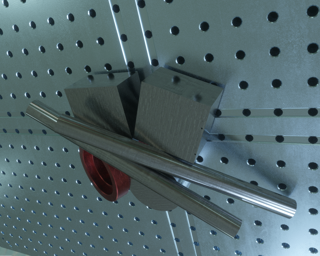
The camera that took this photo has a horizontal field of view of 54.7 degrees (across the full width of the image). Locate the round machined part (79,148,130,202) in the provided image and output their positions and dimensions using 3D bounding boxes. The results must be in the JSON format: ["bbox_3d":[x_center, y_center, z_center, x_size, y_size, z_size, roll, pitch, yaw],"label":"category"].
[{"bbox_3d":[-0.074,0.055,0.454,0.098,0.042,0.097,33,137,37],"label":"round machined part"}]

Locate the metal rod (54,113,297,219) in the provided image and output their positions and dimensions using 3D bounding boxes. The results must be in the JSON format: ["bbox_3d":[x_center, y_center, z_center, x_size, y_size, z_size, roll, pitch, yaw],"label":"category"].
[{"bbox_3d":[0.021,0.047,0.376,0.302,0.025,0.025,21,128,-2],"label":"metal rod"}]

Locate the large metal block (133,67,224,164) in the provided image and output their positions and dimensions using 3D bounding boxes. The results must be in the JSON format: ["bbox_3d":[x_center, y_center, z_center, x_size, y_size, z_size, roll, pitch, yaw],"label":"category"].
[{"bbox_3d":[0.020,-0.016,0.368,0.080,0.050,0.079,22,127,15],"label":"large metal block"}]

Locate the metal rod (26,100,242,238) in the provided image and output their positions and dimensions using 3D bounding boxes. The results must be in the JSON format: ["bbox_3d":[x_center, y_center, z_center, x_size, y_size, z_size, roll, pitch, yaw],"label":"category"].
[{"bbox_3d":[-0.038,0.047,0.389,0.301,0.025,0.025,30,128,8],"label":"metal rod"}]

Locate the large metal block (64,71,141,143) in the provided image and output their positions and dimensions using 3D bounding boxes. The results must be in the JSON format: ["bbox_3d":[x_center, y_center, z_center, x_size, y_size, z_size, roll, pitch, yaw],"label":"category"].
[{"bbox_3d":[-0.066,-0.025,0.405,0.080,0.050,0.080,1,119,27],"label":"large metal block"}]

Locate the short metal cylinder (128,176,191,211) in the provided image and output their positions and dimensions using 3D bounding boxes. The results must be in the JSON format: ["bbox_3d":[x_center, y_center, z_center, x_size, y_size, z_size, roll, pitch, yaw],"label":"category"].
[{"bbox_3d":[0.002,0.068,0.430,0.080,0.050,0.079,13,124,21],"label":"short metal cylinder"}]
